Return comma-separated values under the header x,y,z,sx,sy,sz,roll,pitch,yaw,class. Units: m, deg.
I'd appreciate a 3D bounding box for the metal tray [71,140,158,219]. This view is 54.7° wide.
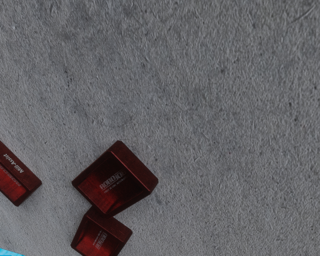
x,y,z,sx,sy,sz,roll,pitch,yaw,class
-0.075,0.087,0.496,0.090,0.030,0.129,47,129,-5,metal tray

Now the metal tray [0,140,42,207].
x,y,z,sx,sy,sz,roll,pitch,yaw,class
-0.308,0.090,0.621,0.130,0.030,0.090,47,129,-5,metal tray

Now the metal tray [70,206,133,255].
x,y,z,sx,sy,sz,roll,pitch,yaw,class
-0.116,0.215,0.597,0.090,0.030,0.129,34,129,6,metal tray
